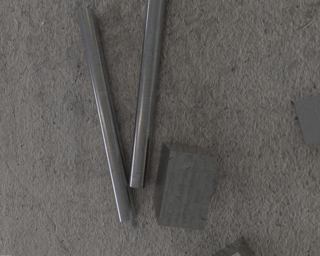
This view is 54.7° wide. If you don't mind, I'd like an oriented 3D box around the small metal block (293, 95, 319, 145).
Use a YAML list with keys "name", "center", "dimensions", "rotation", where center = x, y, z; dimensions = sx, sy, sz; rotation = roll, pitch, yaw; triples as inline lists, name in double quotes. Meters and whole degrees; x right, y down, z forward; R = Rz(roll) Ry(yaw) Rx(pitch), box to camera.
- name: "small metal block"
  center: [0.181, -0.011, 0.345]
  dimensions: [0.050, 0.025, 0.050]
  rotation: [-14, 85, 19]

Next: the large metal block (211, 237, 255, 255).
- name: "large metal block"
  center: [0.087, 0.191, 0.365]
  dimensions: [0.080, 0.050, 0.080]
  rotation: [-39, 78, 16]

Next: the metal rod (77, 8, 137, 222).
- name: "metal rod"
  center: [-0.075, -0.021, 0.435]
  dimensions: [0.025, 0.025, 0.298]
  rotation: [-14, 86, 19]

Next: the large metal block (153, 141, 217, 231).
- name: "large metal block"
  center: [0.025, 0.063, 0.363]
  dimensions: [0.050, 0.080, 0.079]
  rotation: [9, 93, -6]

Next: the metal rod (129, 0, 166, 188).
- name: "metal rod"
  center: [-0.015, -0.070, 0.414]
  dimensions: [0.025, 0.025, 0.298]
  rotation: [7, 92, 20]
